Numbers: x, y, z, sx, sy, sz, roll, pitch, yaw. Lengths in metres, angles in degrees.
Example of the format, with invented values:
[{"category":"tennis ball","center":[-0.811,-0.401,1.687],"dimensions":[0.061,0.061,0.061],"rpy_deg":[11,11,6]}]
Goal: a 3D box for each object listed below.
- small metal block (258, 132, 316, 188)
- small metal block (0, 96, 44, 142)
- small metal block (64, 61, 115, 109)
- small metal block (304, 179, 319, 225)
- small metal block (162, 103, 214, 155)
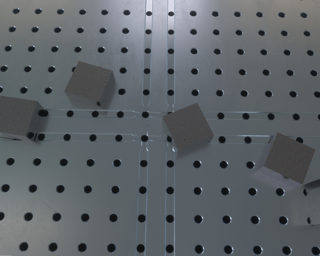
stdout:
[{"category":"small metal block","center":[0.162,0.041,0.398],"dimensions":[0.050,0.025,0.050],"rpy_deg":[26,72,9]},{"category":"small metal block","center":[-0.192,-0.012,0.415],"dimensions":[0.050,0.025,0.050],"rpy_deg":[9,70,3]},{"category":"small metal block","center":[-0.097,-0.060,0.433],"dimensions":[0.050,0.025,0.050],"rpy_deg":[16,71,6]},{"category":"small metal block","center":[0.198,0.088,0.367],"dimensions":[0.025,0.050,0.050],"rpy_deg":[1,70,1]},{"category":"small metal block","center":[0.036,0.001,0.412],"dimensions":[0.050,0.025,0.050],"rpy_deg":[-22,72,-8]}]
